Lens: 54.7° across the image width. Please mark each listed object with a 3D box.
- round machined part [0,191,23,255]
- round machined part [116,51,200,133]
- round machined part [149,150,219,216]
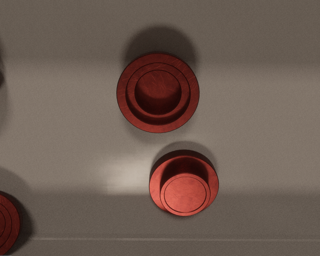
[{"bbox_3d":[-0.246,0.134,0.435,0.099,0.042,0.097,1,86,-15],"label":"round machined part"},{"bbox_3d":[-0.002,-0.046,0.385,0.099,0.042,0.097,0,110,-1],"label":"round machined part"},{"bbox_3d":[0.034,0.083,0.433,0.099,0.042,0.097,0,110,-1],"label":"round machined part"}]
